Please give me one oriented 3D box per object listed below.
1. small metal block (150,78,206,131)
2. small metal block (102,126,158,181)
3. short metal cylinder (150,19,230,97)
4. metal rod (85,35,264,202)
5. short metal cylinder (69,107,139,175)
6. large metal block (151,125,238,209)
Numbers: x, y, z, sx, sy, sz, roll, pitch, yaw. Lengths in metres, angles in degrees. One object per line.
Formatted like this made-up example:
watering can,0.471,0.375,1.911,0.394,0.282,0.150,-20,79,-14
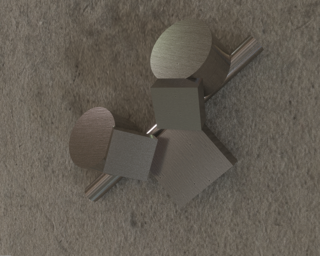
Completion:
small metal block,0.021,-0.026,0.336,0.050,0.025,0.050,2,122,19
small metal block,-0.035,0.029,0.356,0.050,0.025,0.050,14,96,-13
short metal cylinder,0.036,-0.080,0.368,0.080,0.050,0.080,-14,65,31
metal rod,0.009,-0.003,0.406,0.299,0.025,0.025,-43,77,14
short metal cylinder,-0.072,0.018,0.406,0.080,0.050,0.080,-14,65,31
large metal block,0.035,0.038,0.382,0.080,0.050,0.080,-43,77,14
